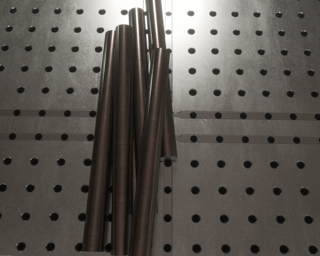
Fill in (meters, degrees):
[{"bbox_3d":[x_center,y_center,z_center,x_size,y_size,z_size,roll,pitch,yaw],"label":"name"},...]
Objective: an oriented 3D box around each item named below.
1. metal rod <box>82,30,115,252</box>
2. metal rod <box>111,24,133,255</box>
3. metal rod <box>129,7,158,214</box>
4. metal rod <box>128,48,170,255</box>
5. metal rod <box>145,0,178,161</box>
[{"bbox_3d":[-0.073,0.002,0.409,0.025,0.025,0.299,2,70,0],"label":"metal rod"},{"bbox_3d":[-0.048,0.003,0.399,0.025,0.025,0.299,-1,74,-1],"label":"metal rod"},{"bbox_3d":[-0.025,-0.036,0.424,0.025,0.025,0.299,-4,70,-2],"label":"metal rod"},{"bbox_3d":[-0.012,0.038,0.369,0.025,0.025,0.299,5,70,1],"label":"metal rod"},{"bbox_3d":[-0.002,-0.100,0.448,0.025,0.025,0.299,-4,70,-2],"label":"metal rod"}]
